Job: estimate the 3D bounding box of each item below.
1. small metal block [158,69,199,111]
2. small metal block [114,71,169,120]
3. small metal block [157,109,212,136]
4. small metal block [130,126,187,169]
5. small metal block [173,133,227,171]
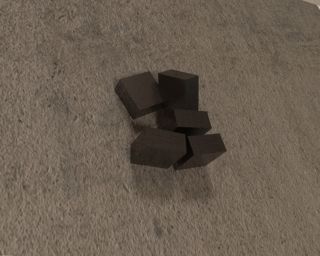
[{"bbox_3d":[0.025,-0.049,0.419,0.025,0.050,0.050,-24,33,-37],"label":"small metal block"},{"bbox_3d":[-0.025,-0.045,0.419,0.050,0.025,0.050,-23,74,-36],"label":"small metal block"},{"bbox_3d":[0.031,0.000,0.406,0.050,0.050,0.025,2,61,-28],"label":"small metal block"},{"bbox_3d":[-0.003,0.025,0.372,0.050,0.050,0.025,12,57,-22],"label":"small metal block"},{"bbox_3d":[0.047,0.031,0.396,0.050,0.050,0.025,-4,64,-30],"label":"small metal block"}]
